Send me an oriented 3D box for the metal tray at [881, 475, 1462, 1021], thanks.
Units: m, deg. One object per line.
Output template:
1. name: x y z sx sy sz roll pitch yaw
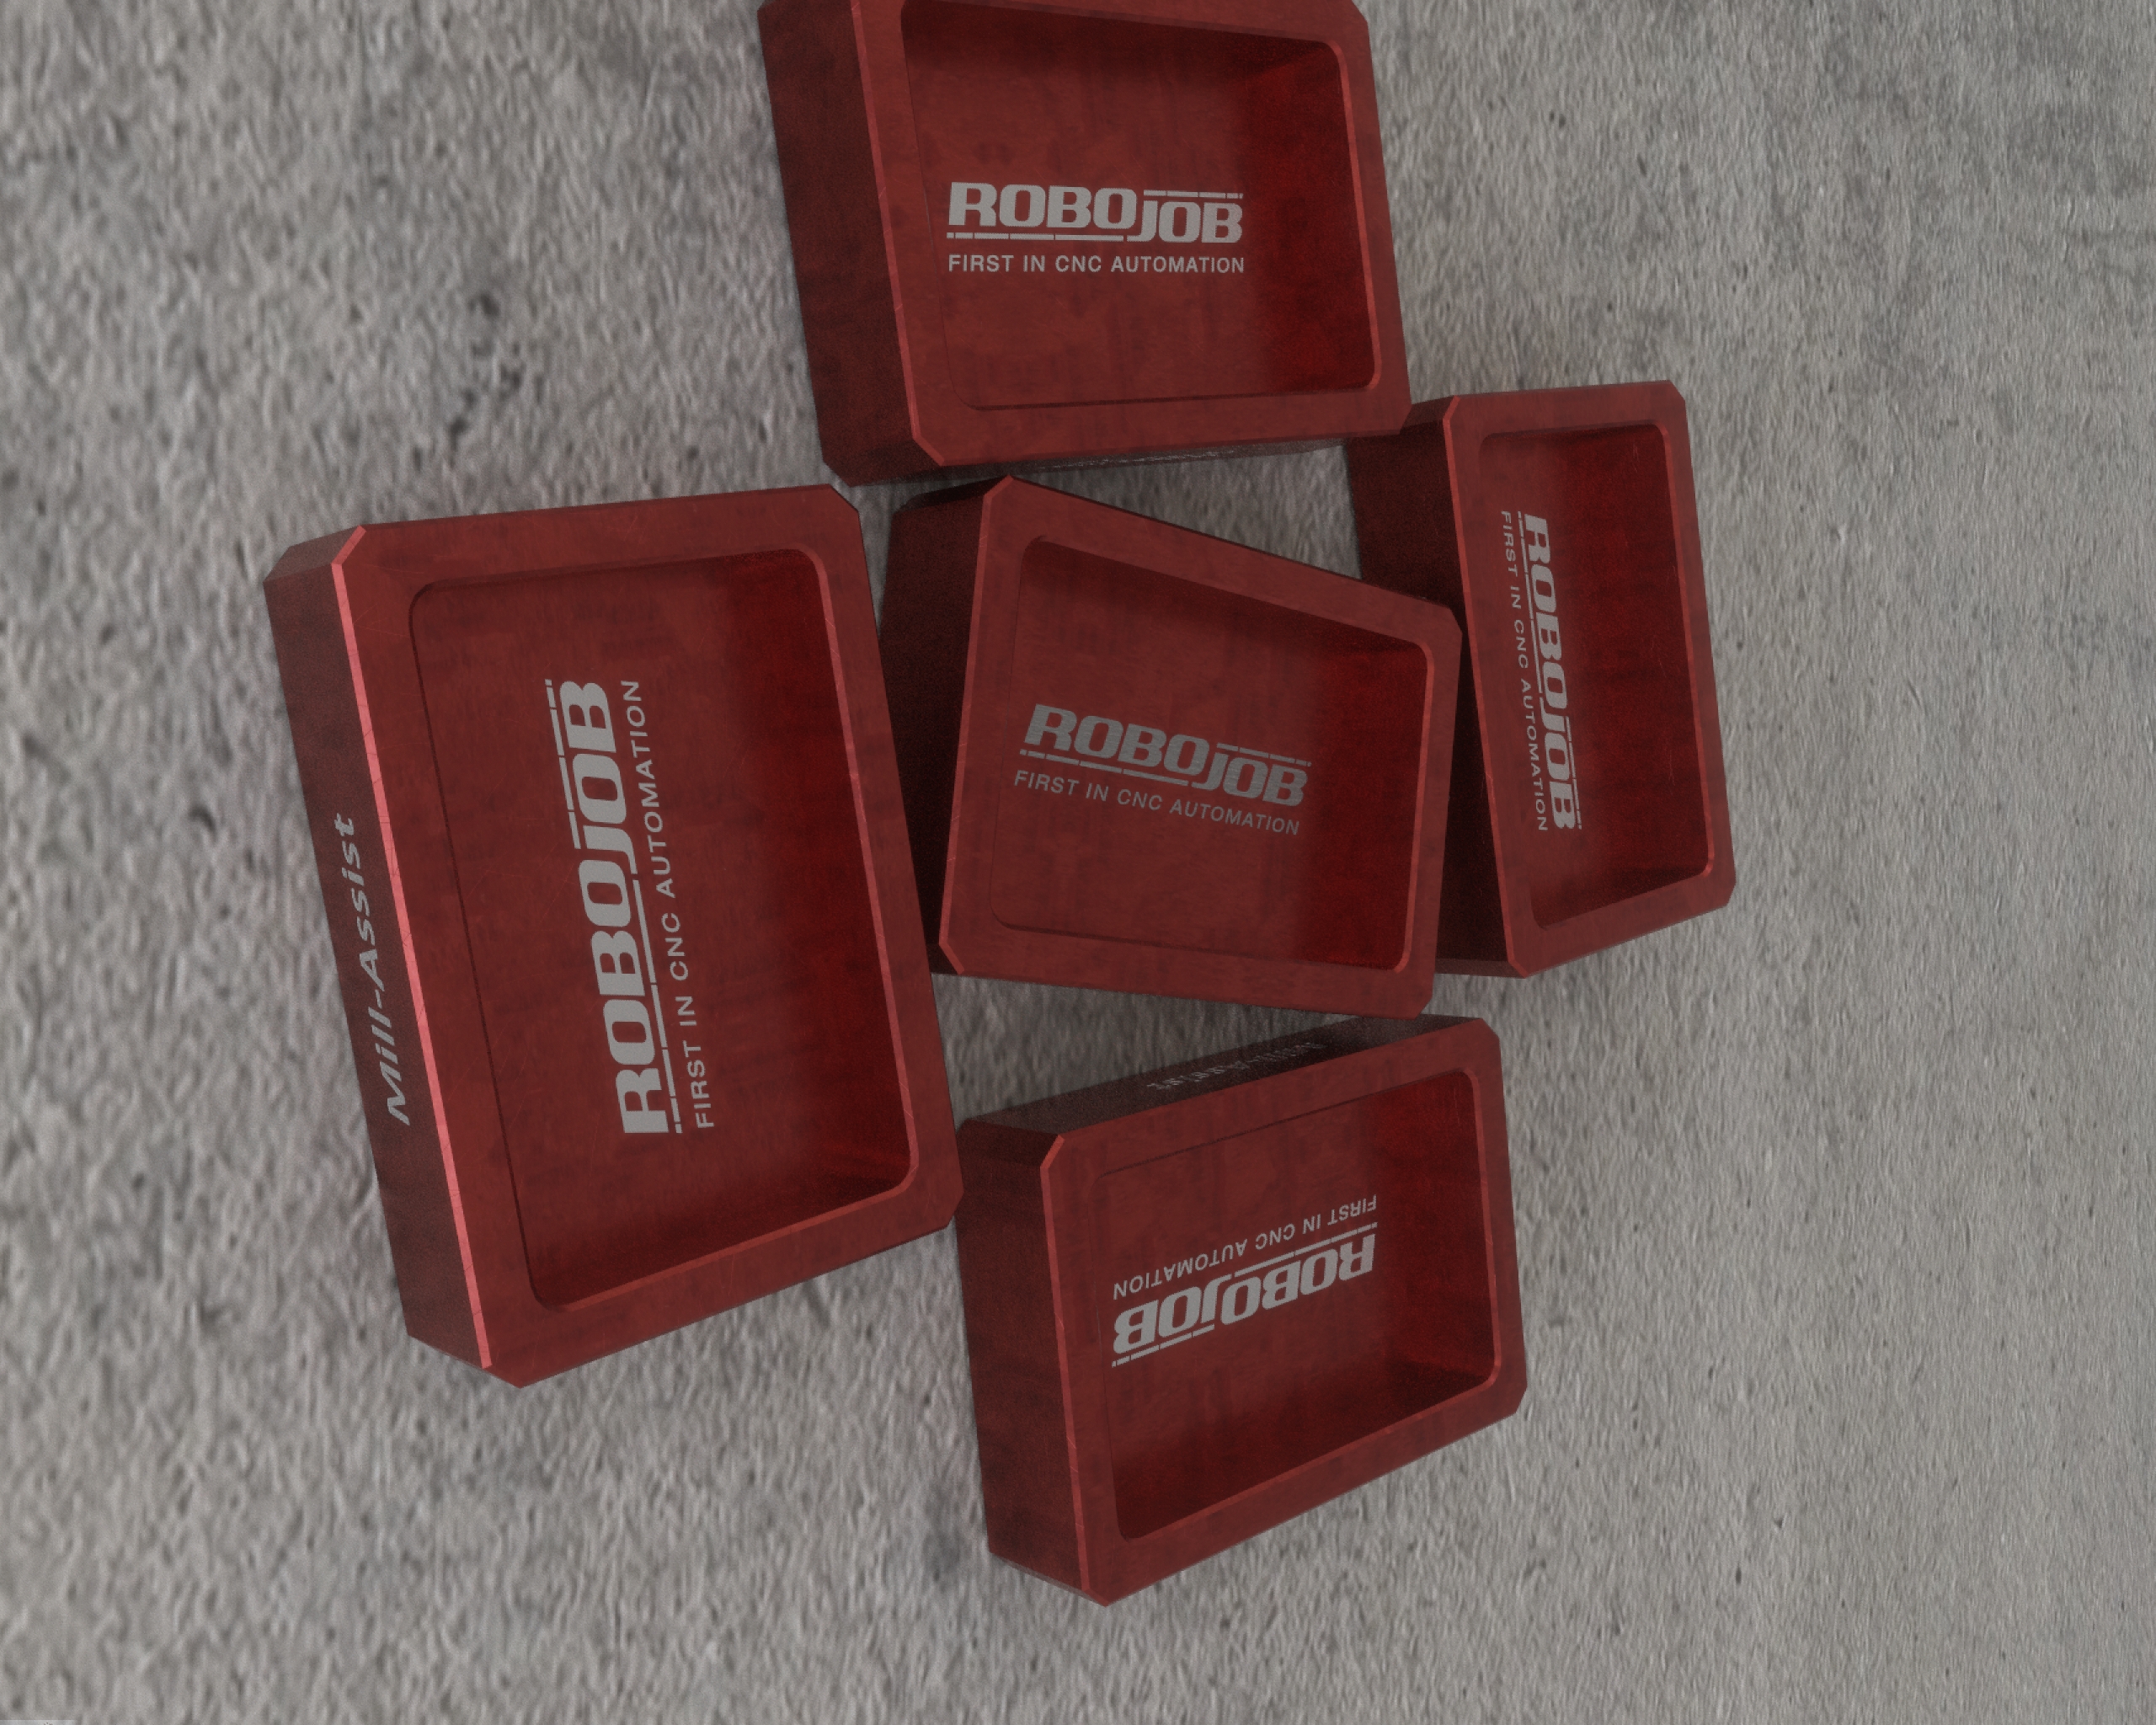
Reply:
1. metal tray: 0.020 -0.018 0.417 0.131 0.030 0.089 9 85 -40

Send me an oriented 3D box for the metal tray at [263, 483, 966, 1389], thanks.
1. metal tray: -0.071 0.008 0.340 0.091 0.030 0.129 -14 99 -39

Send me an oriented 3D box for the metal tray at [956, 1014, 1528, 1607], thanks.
1. metal tray: 0.038 0.086 0.432 0.131 0.030 0.089 -10 96 -40

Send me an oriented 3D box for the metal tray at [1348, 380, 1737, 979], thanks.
1. metal tray: 0.112 -0.045 0.494 0.091 0.030 0.129 -14 99 -39

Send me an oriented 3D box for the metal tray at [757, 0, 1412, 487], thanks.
1. metal tray: 0.007 -0.123 0.406 0.131 0.030 0.089 -13 99 -39
